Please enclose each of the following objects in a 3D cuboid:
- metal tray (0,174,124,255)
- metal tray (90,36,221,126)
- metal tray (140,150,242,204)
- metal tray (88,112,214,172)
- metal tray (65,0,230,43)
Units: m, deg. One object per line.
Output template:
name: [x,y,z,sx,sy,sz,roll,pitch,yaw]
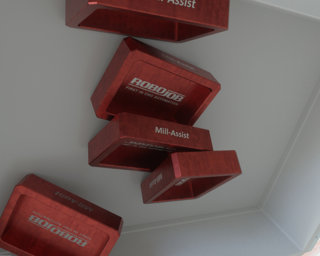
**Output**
metal tray: [-0.122,0.124,0.374,0.131,0.030,0.090,28,105,-6]
metal tray: [-0.003,-0.041,0.365,0.131,0.030,0.090,15,122,-36]
metal tray: [0.036,0.069,0.417,0.091,0.030,0.129,0,154,-23]
metal tray: [-0.011,0.024,0.384,0.131,0.030,0.090,11,148,-33]
metal tray: [-0.013,-0.108,0.289,0.131,0.090,0.030,0,95,-28]
